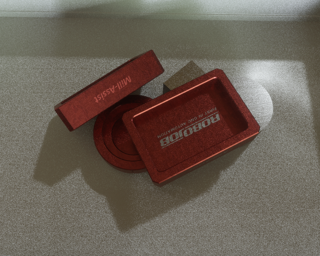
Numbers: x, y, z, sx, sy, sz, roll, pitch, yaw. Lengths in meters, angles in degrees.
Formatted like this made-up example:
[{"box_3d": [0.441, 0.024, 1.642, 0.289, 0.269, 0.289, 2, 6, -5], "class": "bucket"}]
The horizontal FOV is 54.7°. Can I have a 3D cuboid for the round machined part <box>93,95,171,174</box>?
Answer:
[{"box_3d": [-0.032, 0.010, 0.396, 0.099, 0.042, 0.098, 0, 70, -1], "class": "round machined part"}]

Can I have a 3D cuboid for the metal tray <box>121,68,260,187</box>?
[{"box_3d": [0.034, -0.001, 0.356, 0.131, 0.030, 0.090, -26, 71, -5], "class": "metal tray"}]

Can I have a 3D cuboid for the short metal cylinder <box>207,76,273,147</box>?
[{"box_3d": [0.098, -0.020, 0.402, 0.081, 0.050, 0.080, 0, 70, 0], "class": "short metal cylinder"}]

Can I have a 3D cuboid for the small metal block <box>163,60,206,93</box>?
[{"box_3d": [0.031, -0.055, 0.414, 0.050, 0.050, 0.025, -41, 75, -15], "class": "small metal block"}]

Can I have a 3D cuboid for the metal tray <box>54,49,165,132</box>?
[{"box_3d": [-0.067, -0.048, 0.388, 0.131, 0.090, 0.030, -35, 106, -13], "class": "metal tray"}]
